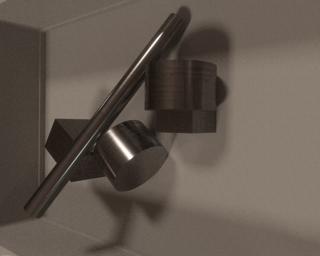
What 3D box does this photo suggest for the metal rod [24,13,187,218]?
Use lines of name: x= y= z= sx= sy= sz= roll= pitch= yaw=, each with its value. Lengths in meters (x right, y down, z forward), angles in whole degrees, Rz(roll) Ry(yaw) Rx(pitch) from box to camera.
metal rod: x=-0.067 y=-0.016 z=0.386 sx=0.025 sy=0.025 sz=0.300 roll=36 pitch=89 yaw=34

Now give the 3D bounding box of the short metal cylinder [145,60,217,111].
short metal cylinder: x=0.023 y=-0.044 z=0.350 sx=0.080 sy=0.081 sz=0.050 roll=2 pitch=91 yaw=39

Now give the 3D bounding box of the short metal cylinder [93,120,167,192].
short metal cylinder: x=-0.038 y=0.036 z=0.400 sx=0.050 sy=0.081 sz=0.080 roll=47 pitch=118 yaw=29

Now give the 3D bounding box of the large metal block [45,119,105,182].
large metal block: x=-0.108 y=0.030 z=0.458 sx=0.080 sy=0.081 sz=0.050 roll=41 pitch=115 yaw=32

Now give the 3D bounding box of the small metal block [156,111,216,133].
small metal block: x=0.031 y=-0.007 z=0.363 sx=0.050 sy=0.050 sz=0.025 roll=1 pitch=91 yaw=39
